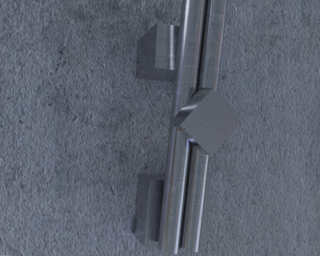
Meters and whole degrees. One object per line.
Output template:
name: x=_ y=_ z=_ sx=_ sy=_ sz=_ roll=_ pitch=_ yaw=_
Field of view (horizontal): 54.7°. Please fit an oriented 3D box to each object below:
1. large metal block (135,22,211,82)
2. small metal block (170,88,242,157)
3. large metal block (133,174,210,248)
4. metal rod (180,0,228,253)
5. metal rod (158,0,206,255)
large metal block: x=0.020 y=-0.089 z=0.389 sx=0.081 sy=0.080 sz=0.050 roll=3 pitch=89 yaw=-20
small metal block: x=0.048 y=-0.007 z=0.324 sx=0.050 sy=0.025 sz=0.050 roll=44 pitch=82 yaw=-21
large metal block: x=0.014 y=0.104 z=0.402 sx=0.081 sy=0.050 sz=0.080 roll=5 pitch=88 yaw=-20
metal rod: x=0.048 y=-0.007 z=0.351 sx=0.025 sy=0.025 sz=0.298 roll=3 pitch=96 yaw=-20
metal rod: x=0.024 y=-0.008 z=0.342 sx=0.025 sy=0.025 sz=0.298 roll=3 pitch=96 yaw=-20
